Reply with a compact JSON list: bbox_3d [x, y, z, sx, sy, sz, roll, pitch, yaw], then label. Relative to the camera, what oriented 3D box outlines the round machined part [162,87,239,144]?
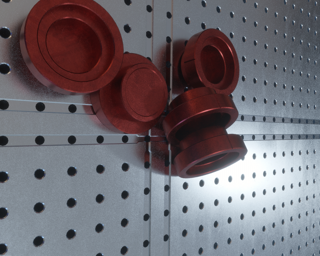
[{"bbox_3d":[0.050,-0.018,0.411,0.099,0.098,0.042,3,59,-40],"label":"round machined part"}]

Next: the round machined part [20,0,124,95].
[{"bbox_3d":[-0.090,-0.081,0.317,0.099,0.042,0.098,2,86,-35],"label":"round machined part"}]

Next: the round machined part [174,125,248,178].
[{"bbox_3d":[0.065,0.030,0.424,0.099,0.098,0.042,2,59,-40],"label":"round machined part"}]

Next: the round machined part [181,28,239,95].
[{"bbox_3d":[0.069,-0.090,0.451,0.099,0.042,0.098,5,82,-40],"label":"round machined part"}]

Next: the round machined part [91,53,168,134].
[{"bbox_3d":[-0.029,-0.041,0.372,0.099,0.042,0.097,0,90,-40],"label":"round machined part"}]
